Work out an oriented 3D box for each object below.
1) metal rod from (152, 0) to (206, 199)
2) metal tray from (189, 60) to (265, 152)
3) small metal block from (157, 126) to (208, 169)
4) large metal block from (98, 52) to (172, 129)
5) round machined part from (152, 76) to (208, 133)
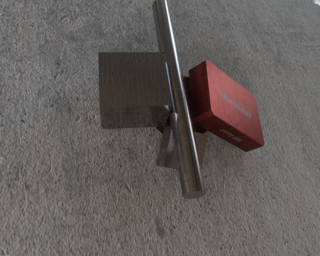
[{"bbox_3d":[0.018,-0.058,0.397,0.025,0.025,0.299,8,56,-24],"label":"metal rod"},{"bbox_3d":[0.097,-0.028,0.442,0.131,0.030,0.090,26,51,-38],"label":"metal tray"},{"bbox_3d":[0.028,0.028,0.390,0.050,0.025,0.050,14,81,-20],"label":"small metal block"},{"bbox_3d":[-0.034,-0.047,0.386,0.081,0.050,0.080,-2,61,-9],"label":"large metal block"},{"bbox_3d":[0.034,-0.033,0.432,0.099,0.042,0.098,14,56,-21],"label":"round machined part"}]
